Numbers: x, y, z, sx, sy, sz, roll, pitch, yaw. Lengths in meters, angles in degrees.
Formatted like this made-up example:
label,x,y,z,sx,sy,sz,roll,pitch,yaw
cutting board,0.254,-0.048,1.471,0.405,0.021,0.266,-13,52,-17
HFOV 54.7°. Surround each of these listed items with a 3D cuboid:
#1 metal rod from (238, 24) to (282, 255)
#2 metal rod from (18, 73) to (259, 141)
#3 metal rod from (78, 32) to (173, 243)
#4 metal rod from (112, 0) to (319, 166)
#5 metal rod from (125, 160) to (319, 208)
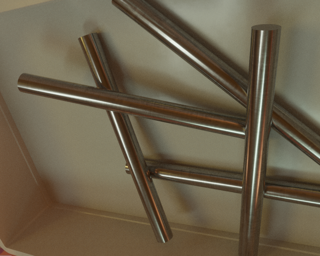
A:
label,x,y,z,sx,sy,sz,roll,pitch,yaw
metal rod,0.105,0.041,0.343,0.025,0.025,0.298,8,123,23
metal rod,-0.027,-0.026,0.371,0.301,0.025,0.025,12,124,8
metal rod,-0.041,0.023,0.418,0.025,0.025,0.298,-11,106,32
metal rod,0.073,-0.053,0.336,0.300,0.025,0.025,38,129,2
metal rod,0.091,0.071,0.403,0.301,0.025,0.025,6,121,25
